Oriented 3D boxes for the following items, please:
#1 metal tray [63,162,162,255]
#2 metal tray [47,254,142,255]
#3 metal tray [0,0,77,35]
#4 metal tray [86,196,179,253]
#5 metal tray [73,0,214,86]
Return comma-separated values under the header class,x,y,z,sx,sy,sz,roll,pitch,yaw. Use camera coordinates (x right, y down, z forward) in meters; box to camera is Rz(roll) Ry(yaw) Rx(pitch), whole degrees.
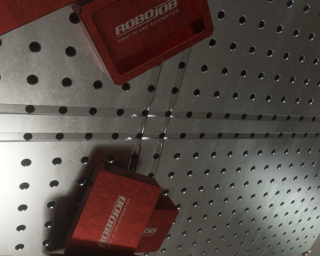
class,x,y,z,sx,sy,sz,roll,pitch,yaw
metal tray,-0.065,0.120,0.419,0.091,0.030,0.129,21,97,-20
metal tray,-0.087,0.196,0.435,0.131,0.090,0.030,10,70,-24
metal tray,-0.112,-0.144,0.258,0.131,0.030,0.090,-30,129,-10
metal tray,-0.045,0.150,0.478,0.131,0.030,0.089,12,112,-34
metal tray,-0.012,-0.115,0.331,0.131,0.030,0.090,-31,129,-9
